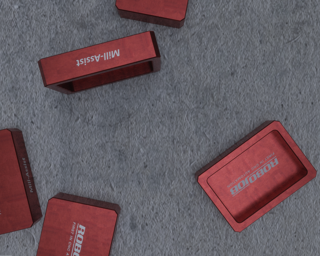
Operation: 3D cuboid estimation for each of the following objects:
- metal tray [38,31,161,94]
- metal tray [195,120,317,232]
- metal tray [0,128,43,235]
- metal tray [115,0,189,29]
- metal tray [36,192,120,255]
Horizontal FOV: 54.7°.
[{"bbox_3d":[-0.066,-0.075,0.376,0.131,0.090,0.030,-15,90,0],"label":"metal tray"},{"bbox_3d":[0.124,0.061,0.408,0.130,0.030,0.090,-36,90,0],"label":"metal tray"},{"bbox_3d":[-0.218,0.072,0.406,0.091,0.030,0.129,-14,90,0],"label":"metal tray"},{"bbox_3d":[-0.001,-0.206,0.407,0.091,0.030,0.129,11,90,0],"label":"metal tray"},{"bbox_3d":[-0.110,0.159,0.407,0.091,0.030,0.129,12,90,0],"label":"metal tray"}]
